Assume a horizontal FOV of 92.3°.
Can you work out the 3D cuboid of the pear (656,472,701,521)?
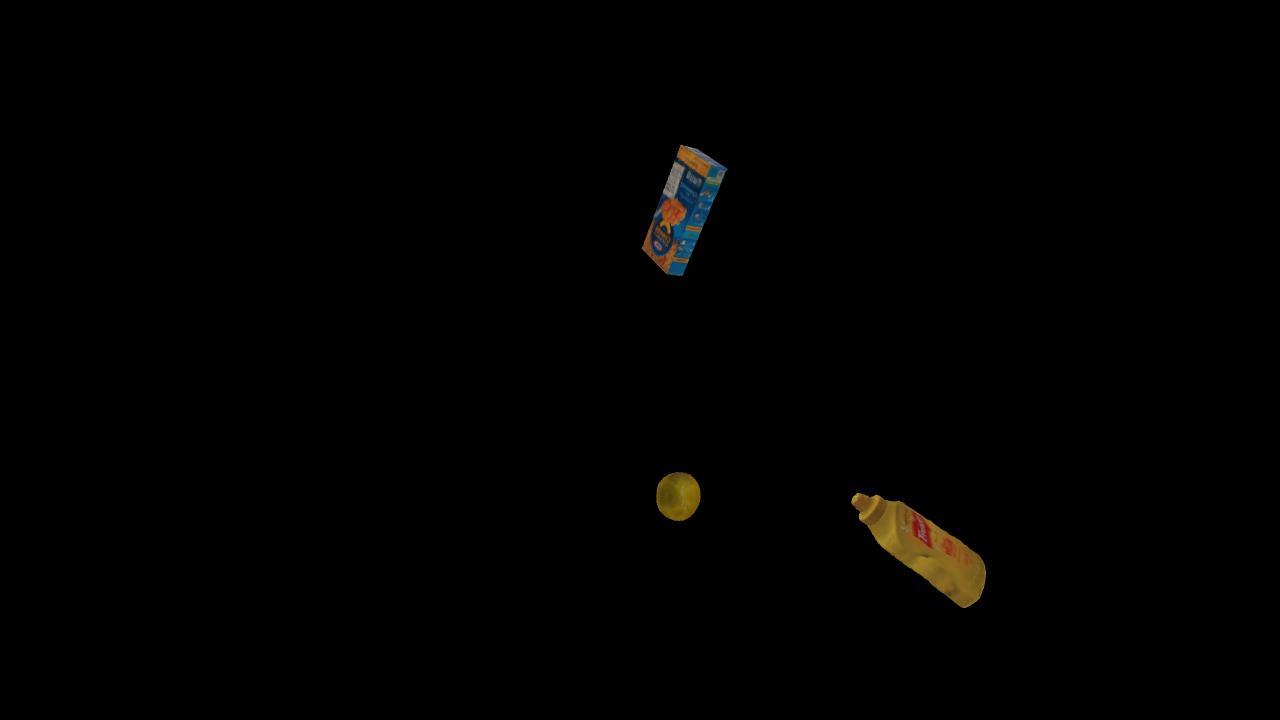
[{"bbox_3d":[0.077,0.230,1.051,0.080,0.080,0.111,0,-3,30],"label":"pear"}]

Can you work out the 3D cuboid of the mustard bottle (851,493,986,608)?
[{"bbox_3d":[0.362,0.238,0.817,0.184,0.054,0.092,36,41,7],"label":"mustard bottle"}]

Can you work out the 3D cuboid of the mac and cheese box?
[{"bbox_3d":[0.067,-0.238,0.983,0.041,0.184,0.093,0,35,-35],"label":"mac and cheese box"}]
